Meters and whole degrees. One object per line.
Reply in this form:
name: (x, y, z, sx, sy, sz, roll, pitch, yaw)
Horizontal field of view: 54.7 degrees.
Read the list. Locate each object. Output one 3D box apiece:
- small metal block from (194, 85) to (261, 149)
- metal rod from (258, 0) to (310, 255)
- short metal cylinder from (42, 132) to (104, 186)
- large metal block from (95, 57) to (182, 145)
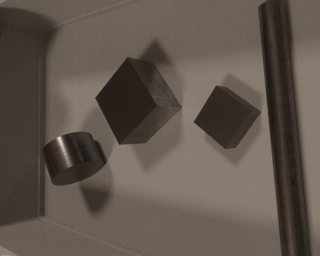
small metal block: (0.074, -0.012, 0.345, 0.050, 0.025, 0.050, 44, 116, 31)
metal rod: (0.123, 0.025, 0.304, 0.025, 0.025, 0.298, -7, 86, 39)
short metal cylinder: (-0.134, 0.048, 0.479, 0.080, 0.081, 0.050, -41, 66, 32)
large metal block: (-0.031, -0.034, 0.414, 0.080, 0.050, 0.080, -44, 64, 30)
